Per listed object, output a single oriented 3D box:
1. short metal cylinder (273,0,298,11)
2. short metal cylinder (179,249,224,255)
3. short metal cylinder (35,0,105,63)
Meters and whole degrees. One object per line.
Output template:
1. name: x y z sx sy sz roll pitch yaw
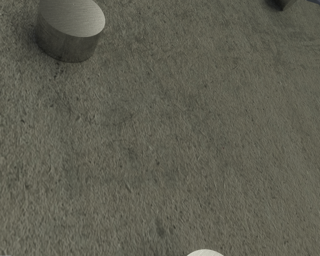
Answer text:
1. short metal cylinder: 0.307 -0.327 0.733 0.081 0.080 0.050 -34 81 -38
2. short metal cylinder: 0.036 0.166 0.306 0.081 0.050 0.080 14 56 -21
3. short metal cylinder: -0.118 -0.132 0.405 0.081 0.050 0.080 14 56 -21
